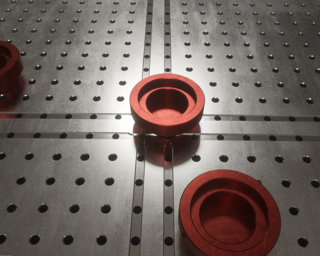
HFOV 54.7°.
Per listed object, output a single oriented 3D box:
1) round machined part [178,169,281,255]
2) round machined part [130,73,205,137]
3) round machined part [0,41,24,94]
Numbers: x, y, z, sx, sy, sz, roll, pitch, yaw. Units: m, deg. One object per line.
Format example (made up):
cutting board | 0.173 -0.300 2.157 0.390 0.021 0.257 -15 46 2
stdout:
round machined part | 0.068 0.095 0.318 0.099 0.042 0.098 0 50 0
round machined part | 0.010 -0.027 0.419 0.099 0.042 0.098 0 50 0
round machined part | -0.256 -0.086 0.465 0.099 0.042 0.098 0 50 0
